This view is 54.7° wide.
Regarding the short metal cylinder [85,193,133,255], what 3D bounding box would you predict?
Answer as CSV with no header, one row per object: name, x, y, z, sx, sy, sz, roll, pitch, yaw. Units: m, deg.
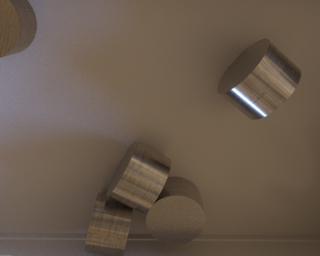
short metal cylinder,-0.069,0.134,0.431,0.050,0.080,0.079,12,110,-5

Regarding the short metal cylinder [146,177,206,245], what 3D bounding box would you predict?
short metal cylinder,0.021,0.117,0.441,0.081,0.050,0.079,0,110,0

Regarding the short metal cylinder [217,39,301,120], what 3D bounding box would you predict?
short metal cylinder,0.114,-0.056,0.362,0.050,0.080,0.080,38,106,-13

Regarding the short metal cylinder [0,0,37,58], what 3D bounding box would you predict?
short metal cylinder,-0.190,-0.121,0.352,0.081,0.050,0.079,0,110,0

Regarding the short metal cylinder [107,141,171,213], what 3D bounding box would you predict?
short metal cylinder,-0.028,0.063,0.405,0.050,0.080,0.080,29,107,-10
